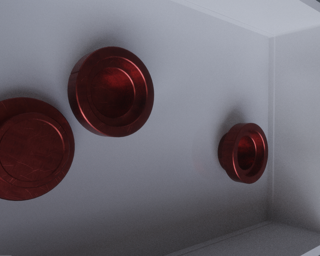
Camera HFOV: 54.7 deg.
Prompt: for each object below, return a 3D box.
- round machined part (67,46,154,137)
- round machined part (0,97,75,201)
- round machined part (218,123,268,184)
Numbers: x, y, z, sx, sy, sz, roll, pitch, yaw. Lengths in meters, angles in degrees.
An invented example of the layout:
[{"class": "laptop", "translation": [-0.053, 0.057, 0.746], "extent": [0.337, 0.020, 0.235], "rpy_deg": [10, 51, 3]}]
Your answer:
[{"class": "round machined part", "translation": [-0.058, -0.039, 0.349], "extent": [0.099, 0.042, 0.097], "rpy_deg": [0, 90, -40]}, {"class": "round machined part", "translation": [-0.126, 0.020, 0.291], "extent": [0.099, 0.042, 0.097], "rpy_deg": [0, 90, -40]}, {"class": "round machined part", "translation": [0.133, 0.040, 0.510], "extent": [0.099, 0.042, 0.097], "rpy_deg": [0, 90, -40]}]
